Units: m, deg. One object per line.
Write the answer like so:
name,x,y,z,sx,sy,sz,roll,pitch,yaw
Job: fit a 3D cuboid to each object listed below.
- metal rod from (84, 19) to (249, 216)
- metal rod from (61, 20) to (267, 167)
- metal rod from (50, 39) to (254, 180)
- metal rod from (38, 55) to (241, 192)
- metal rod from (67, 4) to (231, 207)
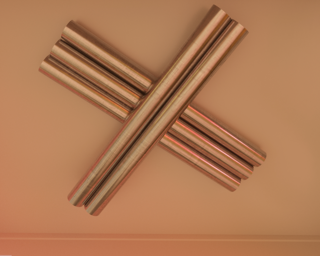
metal rod,-0.002,-0.001,0.382,0.025,0.025,0.299,36,106,-12
metal rod,0.014,-0.037,0.396,0.301,0.025,0.025,33,107,-12
metal rod,-0.002,-0.018,0.403,0.301,0.025,0.025,33,107,-12
metal rod,-0.017,0.000,0.409,0.301,0.025,0.025,33,107,-12
metal rod,-0.023,-0.015,0.377,0.025,0.025,0.299,36,106,-12
